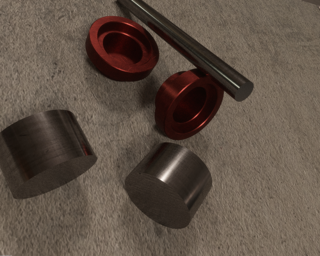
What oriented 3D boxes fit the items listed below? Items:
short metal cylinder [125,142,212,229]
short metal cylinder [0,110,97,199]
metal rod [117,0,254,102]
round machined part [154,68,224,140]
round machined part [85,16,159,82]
[{"bbox_3d":[0.009,0.062,0.337,0.080,0.080,0.050,43,51,0],"label":"short metal cylinder"},{"bbox_3d":[-0.108,0.026,0.295,0.081,0.080,0.050,-21,73,-36],"label":"short metal cylinder"},{"bbox_3d":[0.012,-0.129,0.416,0.025,0.025,0.300,-10,43,-33],"label":"metal rod"},{"bbox_3d":[0.033,-0.035,0.404,0.099,0.097,0.042,-16,46,-35],"label":"round machined part"},{"bbox_3d":[-0.054,-0.103,0.428,0.099,0.042,0.098,14,56,-21],"label":"round machined part"}]
